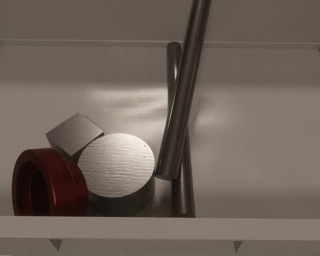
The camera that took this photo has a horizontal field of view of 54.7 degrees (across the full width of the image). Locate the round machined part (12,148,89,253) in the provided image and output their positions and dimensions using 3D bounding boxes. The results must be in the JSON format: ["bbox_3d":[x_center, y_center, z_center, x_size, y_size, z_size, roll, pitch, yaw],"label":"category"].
[{"bbox_3d":[-0.107,0.068,0.309,0.042,0.097,0.098,-3,41,-45],"label":"round machined part"}]

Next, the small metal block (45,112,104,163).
[{"bbox_3d":[-0.106,0.014,0.392,0.050,0.025,0.050,34,58,25],"label":"small metal block"}]

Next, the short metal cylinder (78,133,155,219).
[{"bbox_3d":[-0.046,0.052,0.344,0.081,0.050,0.080,0,50,0],"label":"short metal cylinder"}]

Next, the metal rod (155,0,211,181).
[{"bbox_3d":[0.037,-0.083,0.388,0.025,0.025,0.299,10,70,8],"label":"metal rod"}]

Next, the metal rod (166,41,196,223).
[{"bbox_3d":[0.024,-0.020,0.421,0.025,0.025,0.300,0,50,-1],"label":"metal rod"}]
